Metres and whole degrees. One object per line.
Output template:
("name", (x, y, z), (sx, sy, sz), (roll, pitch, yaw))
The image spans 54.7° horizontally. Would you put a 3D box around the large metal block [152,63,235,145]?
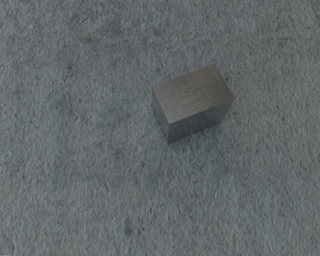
("large metal block", (0.037, -0.027, 0.389), (0.080, 0.080, 0.050), (-22, 72, -8))
